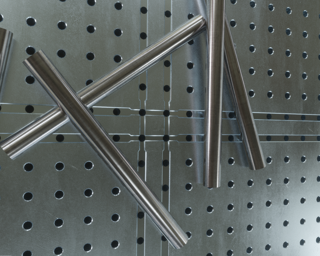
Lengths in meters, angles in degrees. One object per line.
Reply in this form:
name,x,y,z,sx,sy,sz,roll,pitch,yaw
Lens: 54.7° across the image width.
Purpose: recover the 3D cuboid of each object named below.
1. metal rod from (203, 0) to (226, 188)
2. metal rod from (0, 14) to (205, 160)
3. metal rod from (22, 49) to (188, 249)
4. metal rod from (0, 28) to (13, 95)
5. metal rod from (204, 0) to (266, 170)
metal rod,0.075,-0.067,0.427,0.025,0.025,0.298,-2,96,-20
metal rod,-0.058,-0.061,0.391,0.301,0.025,0.025,-37,102,-17
metal rod,-0.053,0.040,0.375,0.025,0.025,0.299,-41,110,-16
metal rod,-0.204,0.037,0.337,0.025,0.025,0.298,12,86,-20
metal rod,0.106,-0.083,0.453,0.025,0.025,0.298,-19,97,-19
